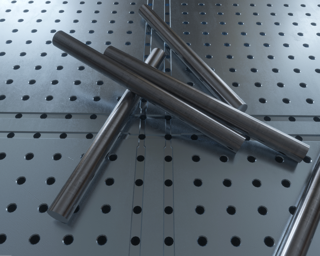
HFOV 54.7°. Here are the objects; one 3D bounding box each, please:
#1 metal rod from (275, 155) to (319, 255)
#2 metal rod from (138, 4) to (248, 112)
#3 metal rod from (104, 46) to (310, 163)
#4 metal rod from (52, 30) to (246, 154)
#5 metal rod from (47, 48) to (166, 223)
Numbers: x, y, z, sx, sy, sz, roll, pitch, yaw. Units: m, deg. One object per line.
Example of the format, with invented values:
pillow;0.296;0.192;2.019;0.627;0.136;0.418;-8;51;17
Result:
metal rod;0.178;0.071;0.350;0.025;0.025;0.301;29;55;21
metal rod;0.040;-0.125;0.513;0.025;0.025;0.300;-22;54;-18
metal rod;0.051;-0.039;0.419;0.301;0.025;0.025;29;56;14
metal rod;-0.023;-0.055;0.422;0.301;0.025;0.025;31;56;12
metal rod;-0.055;-0.014;0.418;0.025;0.025;0.301;16;52;13
